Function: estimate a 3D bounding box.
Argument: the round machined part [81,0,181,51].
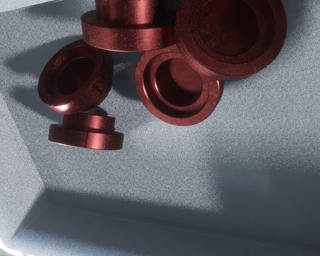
[{"bbox_3d":[-0.028,-0.112,0.306,0.098,0.098,0.042,14,124,20],"label":"round machined part"}]

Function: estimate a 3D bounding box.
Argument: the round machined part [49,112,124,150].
[{"bbox_3d":[-0.098,0.001,0.421,0.098,0.098,0.042,9,92,23],"label":"round machined part"}]

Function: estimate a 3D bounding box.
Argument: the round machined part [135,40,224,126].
[{"bbox_3d":[0.024,-0.054,0.350,0.098,0.042,0.097,13,124,20],"label":"round machined part"}]

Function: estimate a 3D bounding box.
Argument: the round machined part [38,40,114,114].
[{"bbox_3d":[-0.099,-0.060,0.388,0.098,0.098,0.042,0,154,28],"label":"round machined part"}]

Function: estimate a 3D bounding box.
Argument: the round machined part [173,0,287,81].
[{"bbox_3d":[0.061,-0.091,0.286,0.098,0.098,0.042,43,172,-2],"label":"round machined part"}]
